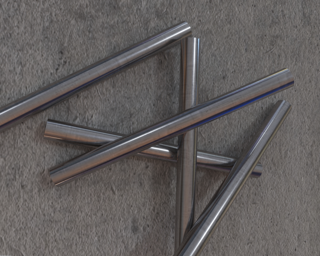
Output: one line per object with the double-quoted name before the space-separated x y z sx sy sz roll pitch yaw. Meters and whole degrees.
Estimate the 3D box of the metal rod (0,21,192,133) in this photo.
"metal rod" -0.088 -0.061 0.376 0.302 0.025 0.025 -30 100 -18

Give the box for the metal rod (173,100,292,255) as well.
"metal rod" 0.103 0.067 0.413 0.025 0.025 0.301 49 63 -14

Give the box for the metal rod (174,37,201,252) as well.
"metal rod" 0.034 0.037 0.394 0.025 0.025 0.298 2 89 -20

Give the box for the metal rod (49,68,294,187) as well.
"metal rod" 0.016 -0.002 0.367 0.301 0.025 0.025 -23 98 -3

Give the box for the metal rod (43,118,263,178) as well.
"metal rod" 0.006 0.032 0.411 0.302 0.025 0.025 13 86 -20
